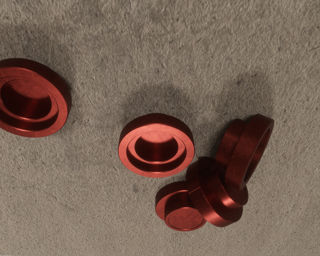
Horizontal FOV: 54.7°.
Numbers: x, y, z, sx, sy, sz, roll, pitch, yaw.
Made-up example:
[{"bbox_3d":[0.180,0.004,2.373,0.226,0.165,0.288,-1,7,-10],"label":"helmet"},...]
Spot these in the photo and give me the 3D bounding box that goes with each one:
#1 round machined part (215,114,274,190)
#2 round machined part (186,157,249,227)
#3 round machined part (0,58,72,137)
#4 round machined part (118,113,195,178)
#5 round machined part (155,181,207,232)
[{"bbox_3d":[0.105,0.026,0.396,0.042,0.099,0.097,26,135,24],"label":"round machined part"},{"bbox_3d":[0.085,0.083,0.429,0.098,0.098,0.042,35,125,-26],"label":"round machined part"},{"bbox_3d":[-0.153,-0.038,0.361,0.099,0.042,0.097,-1,130,0],"label":"round machined part"},{"bbox_3d":[-0.004,0.019,0.412,0.099,0.042,0.097,-1,130,0],"label":"round machined part"},{"bbox_3d":[0.041,0.135,0.512,0.099,0.042,0.097,-1,130,0],"label":"round machined part"}]
